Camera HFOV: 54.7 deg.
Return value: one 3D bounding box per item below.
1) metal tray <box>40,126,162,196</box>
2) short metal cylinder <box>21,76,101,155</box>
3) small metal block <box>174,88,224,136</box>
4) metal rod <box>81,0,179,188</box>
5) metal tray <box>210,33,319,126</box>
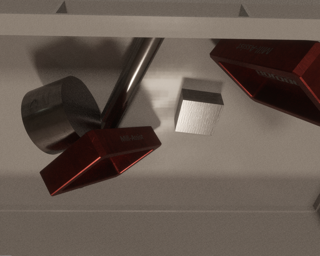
[{"bbox_3d":[-0.065,0.036,0.378,0.090,0.030,0.131,-37,166,23],"label":"metal tray"},{"bbox_3d":[-0.111,-0.014,0.359,0.050,0.080,0.080,-18,128,14],"label":"short metal cylinder"},{"bbox_3d":[0.048,-0.020,0.393,0.050,0.025,0.050,7,130,-6],"label":"small metal block"},{"bbox_3d":[-0.059,-0.019,0.391,0.025,0.025,0.298,21,127,-17],"label":"metal rod"},{"bbox_3d":[0.115,-0.048,0.301,0.090,0.130,0.030,37,92,-29],"label":"metal tray"}]
